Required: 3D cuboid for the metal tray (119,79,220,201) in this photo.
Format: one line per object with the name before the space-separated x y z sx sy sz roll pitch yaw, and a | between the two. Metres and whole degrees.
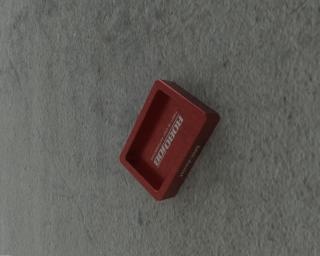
metal tray | 0.007 0.015 0.396 0.090 0.030 0.129 41 115 32
